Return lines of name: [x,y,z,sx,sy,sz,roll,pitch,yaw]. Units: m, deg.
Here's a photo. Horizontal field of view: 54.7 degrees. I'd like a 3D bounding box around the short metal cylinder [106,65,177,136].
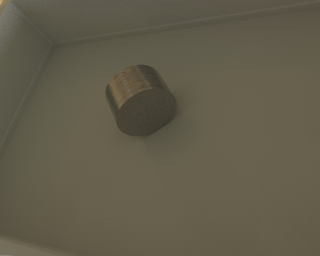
short metal cylinder: [-0.025,-0.035,0.404,0.080,0.080,0.050,-33,52,6]
